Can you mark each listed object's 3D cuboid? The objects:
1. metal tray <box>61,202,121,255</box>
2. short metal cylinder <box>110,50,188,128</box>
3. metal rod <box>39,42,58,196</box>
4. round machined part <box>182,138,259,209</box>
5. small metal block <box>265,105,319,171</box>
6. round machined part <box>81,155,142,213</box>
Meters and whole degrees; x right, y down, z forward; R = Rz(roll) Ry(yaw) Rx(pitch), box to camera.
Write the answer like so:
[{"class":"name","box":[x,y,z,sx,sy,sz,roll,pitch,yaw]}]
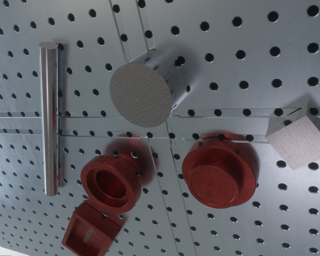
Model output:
[{"class":"metal tray","box":[-0.140,0.215,0.614,0.090,0.030,0.129,33,129,6]},{"class":"short metal cylinder","box":[-0.013,-0.047,0.372,0.080,0.050,0.079,13,124,21]},{"class":"metal rod","box":[-0.180,0.005,0.509,0.025,0.025,0.298,24,127,14]},{"class":"round machined part","box":[0.074,0.065,0.401,0.098,0.042,0.097,13,124,21]},{"class":"small metal block","box":[0.153,0.012,0.338,0.050,0.025,0.050,48,129,-6]},{"class":"round machined part","box":[-0.072,0.083,0.490,0.098,0.042,0.097,13,124,21]}]
